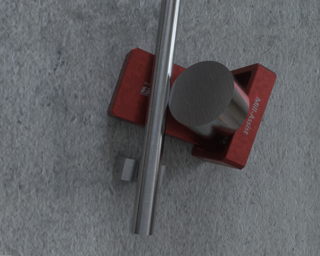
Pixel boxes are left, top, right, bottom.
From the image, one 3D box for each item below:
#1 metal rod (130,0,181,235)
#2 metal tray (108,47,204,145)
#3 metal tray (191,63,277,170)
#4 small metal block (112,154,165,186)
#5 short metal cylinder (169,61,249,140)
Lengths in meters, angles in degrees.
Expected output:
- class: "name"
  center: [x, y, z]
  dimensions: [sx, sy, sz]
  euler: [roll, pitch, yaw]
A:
- class: "metal rod"
  center: [-0.002, -0.030, 0.369]
  dimensions: [0.025, 0.025, 0.299]
  euler: [12, 77, -20]
- class: "metal tray"
  center: [0.007, -0.039, 0.411]
  dimensions: [0.131, 0.030, 0.090]
  euler: [19, 83, -20]
- class: "metal tray"
  center: [0.095, -0.015, 0.412]
  dimensions: [0.030, 0.090, 0.130]
  euler: [24, 82, -19]
- class: "small metal block"
  center: [-0.028, 0.052, 0.387]
  dimensions: [0.050, 0.050, 0.025]
  euler: [13, 86, -20]
- class: "short metal cylinder"
  center: [0.058, -0.031, 0.364]
  dimensions: [0.050, 0.080, 0.080]
  euler: [32, 78, -51]
